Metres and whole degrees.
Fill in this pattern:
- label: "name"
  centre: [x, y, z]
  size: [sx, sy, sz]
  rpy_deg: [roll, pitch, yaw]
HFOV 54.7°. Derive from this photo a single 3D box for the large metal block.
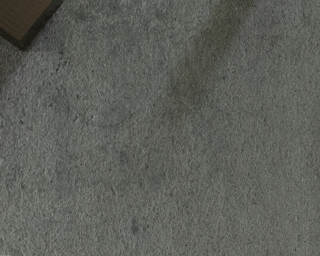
- label: "large metal block"
  centre: [-0.162, -0.144, 0.336]
  size: [0.080, 0.050, 0.080]
  rpy_deg: [36, 79, -17]
